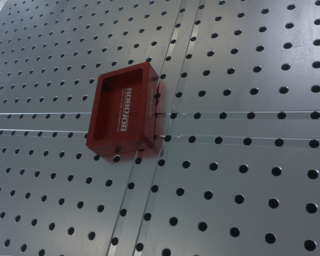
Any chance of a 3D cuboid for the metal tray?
[{"bbox_3d":[-0.053,-0.029,0.451,0.090,0.030,0.130,-11,57,22],"label":"metal tray"}]
